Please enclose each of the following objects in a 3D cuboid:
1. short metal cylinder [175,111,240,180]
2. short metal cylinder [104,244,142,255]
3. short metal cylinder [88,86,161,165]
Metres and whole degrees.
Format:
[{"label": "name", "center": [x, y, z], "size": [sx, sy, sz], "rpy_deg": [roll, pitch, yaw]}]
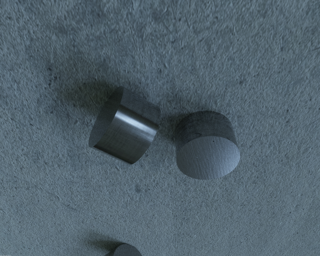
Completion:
[{"label": "short metal cylinder", "center": [0.061, 0.024, 0.411], "size": [0.081, 0.050, 0.079], "rpy_deg": [0, 130, 0]}, {"label": "short metal cylinder", "center": [-0.075, 0.276, 0.605], "size": [0.080, 0.080, 0.050], "rpy_deg": [35, 122, -26]}, {"label": "short metal cylinder", "center": [-0.043, -0.003, 0.368], "size": [0.050, 0.080, 0.080], "rpy_deg": [28, 125, -22]}]
